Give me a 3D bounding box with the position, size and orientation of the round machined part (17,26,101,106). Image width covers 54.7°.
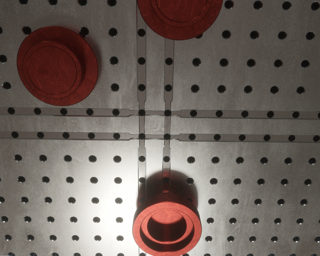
[{"bbox_3d":[-0.125,-0.073,0.376,0.099,0.042,0.097,0,110,-1],"label":"round machined part"}]

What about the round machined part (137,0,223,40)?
[{"bbox_3d":[0.023,-0.149,0.350,0.099,0.042,0.097,0,110,-1],"label":"round machined part"}]

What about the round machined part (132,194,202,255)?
[{"bbox_3d":[0.010,0.138,0.455,0.099,0.042,0.097,0,110,-1],"label":"round machined part"}]
